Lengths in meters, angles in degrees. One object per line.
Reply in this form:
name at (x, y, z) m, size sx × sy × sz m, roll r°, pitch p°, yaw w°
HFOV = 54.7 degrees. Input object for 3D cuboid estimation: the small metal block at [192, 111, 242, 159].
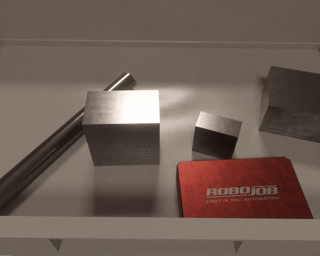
small metal block at (0.069, 0.011, 0.381) m, size 0.050 × 0.050 × 0.025 m, roll 15°, pitch 52°, yaw 12°

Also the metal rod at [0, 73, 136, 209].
metal rod at (-0.131, 0.022, 0.384) m, size 0.025 × 0.025 × 0.301 m, roll 28°, pitch 55°, yaw 21°

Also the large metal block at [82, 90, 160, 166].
large metal block at (-0.041, 0.002, 0.367) m, size 0.081 × 0.080 × 0.050 m, roll -1°, pitch 50°, yaw -2°

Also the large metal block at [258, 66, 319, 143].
large metal block at (0.183, -0.033, 0.419) m, size 0.080 × 0.050 × 0.080 m, roll 12°, pitch 51°, yaw 9°

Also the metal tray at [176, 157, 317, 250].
metal tray at (0.087, 0.079, 0.337) m, size 0.131 × 0.030 × 0.090 m, roll -2°, pitch 50°, yaw -3°
